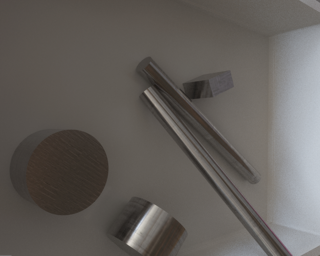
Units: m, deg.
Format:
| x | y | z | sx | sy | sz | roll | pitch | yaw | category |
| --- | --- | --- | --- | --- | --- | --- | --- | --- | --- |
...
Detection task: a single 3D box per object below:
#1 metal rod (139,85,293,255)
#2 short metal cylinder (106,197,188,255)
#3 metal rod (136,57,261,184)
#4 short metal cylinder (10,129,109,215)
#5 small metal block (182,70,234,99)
| x | y | z | sx | sy | sz | roll | pitch | yaw | category |
| --- | --- | --- | --- | --- | --- | --- | --- | --- | --- |
| 0.077 | 0.069 | 0.395 | 0.025 | 0.025 | 0.300 | -39 | 89 | -34 | metal rod |
| -0.015 | 0.125 | 0.360 | 0.080 | 0.080 | 0.050 | 52 | 59 | -28 | short metal cylinder |
| 0.074 | 0.004 | 0.470 | 0.300 | 0.025 | 0.025 | 42 | 65 | -32 | metal rod |
| -0.099 | 0.041 | 0.308 | 0.081 | 0.050 | 0.079 | 0 | 90 | -40 | short metal cylinder |
| 0.071 | -0.063 | 0.452 | 0.050 | 0.050 | 0.025 | -27 | 108 | -37 | small metal block |
